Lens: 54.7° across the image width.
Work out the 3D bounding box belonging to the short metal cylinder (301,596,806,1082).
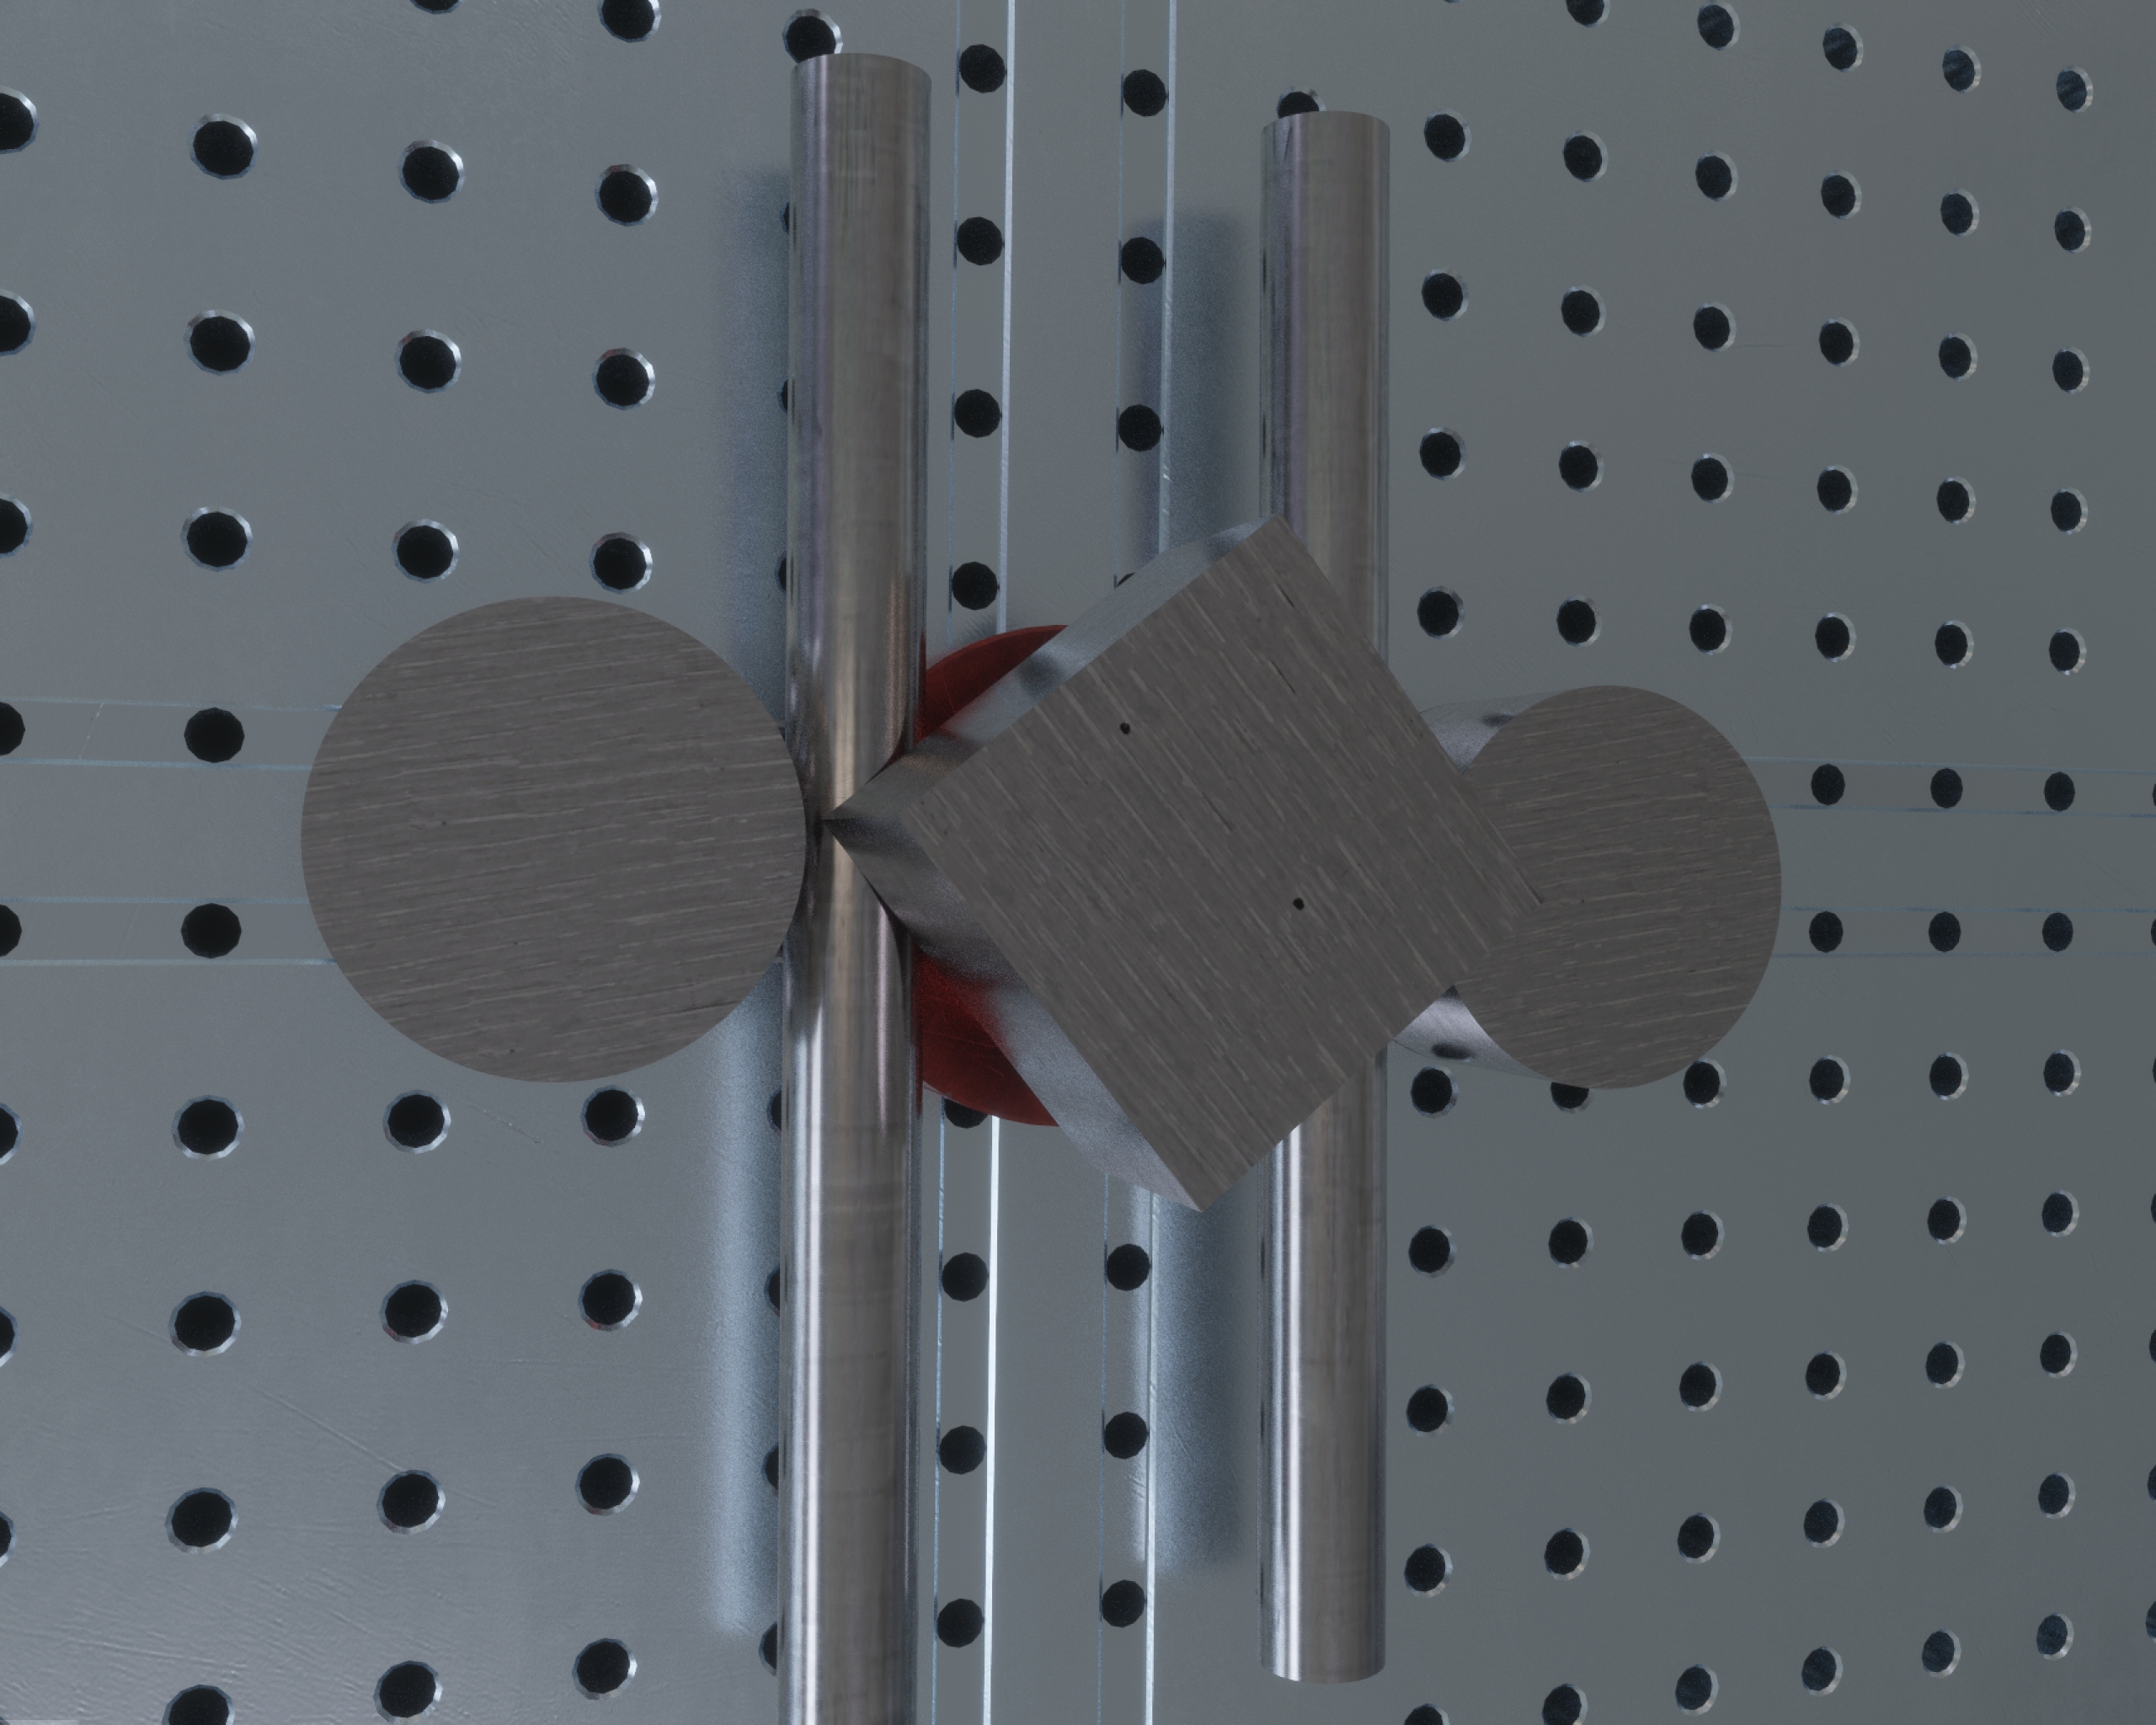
[{"bbox_3d":[-0.093,-0.004,0.365,0.081,0.050,0.080,0,90,-20],"label":"short metal cylinder"}]

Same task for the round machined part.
[{"bbox_3d":[-0.001,0.003,0.404,0.099,0.042,0.097,0,90,-20],"label":"round machined part"}]

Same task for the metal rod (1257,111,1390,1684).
[{"bbox_3d":[0.048,0.007,0.408,0.025,0.025,0.298,0,90,-20],"label":"metal rod"}]

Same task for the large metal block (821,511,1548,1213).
[{"bbox_3d":[0.017,-0.001,0.355,0.080,0.050,0.080,-40,103,-16],"label":"large metal block"}]

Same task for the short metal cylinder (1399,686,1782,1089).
[{"bbox_3d":[0.097,0.005,0.434,0.081,0.050,0.080,0,90,-20],"label":"short metal cylinder"}]

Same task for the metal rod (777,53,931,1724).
[{"bbox_3d":[-0.040,0.008,0.375,0.025,0.025,0.298,1,90,-20],"label":"metal rod"}]
